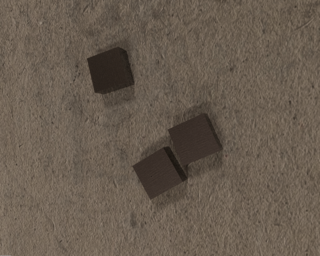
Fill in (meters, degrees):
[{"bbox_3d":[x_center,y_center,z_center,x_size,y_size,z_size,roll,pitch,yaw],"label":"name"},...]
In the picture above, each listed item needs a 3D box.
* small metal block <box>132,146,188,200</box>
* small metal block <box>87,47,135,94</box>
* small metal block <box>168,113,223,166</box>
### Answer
[{"bbox_3d":[0.000,0.059,0.408,0.050,0.025,0.050,-32,80,16],"label":"small metal block"},{"bbox_3d":[-0.069,-0.079,0.432,0.050,0.025,0.050,-15,85,19],"label":"small metal block"},{"bbox_3d":[0.045,0.015,0.393,0.050,0.025,0.050,-25,82,18],"label":"small metal block"}]
